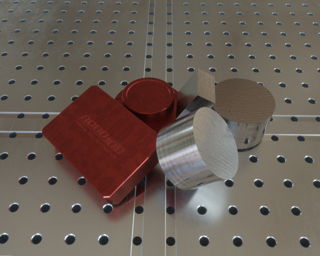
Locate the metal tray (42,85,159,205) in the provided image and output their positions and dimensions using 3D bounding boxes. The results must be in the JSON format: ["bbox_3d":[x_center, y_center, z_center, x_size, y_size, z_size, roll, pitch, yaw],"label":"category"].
[{"bbox_3d":[-0.067,0.015,0.371,0.130,0.030,0.090,38,74,27],"label":"metal tray"}]

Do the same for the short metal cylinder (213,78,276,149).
[{"bbox_3d":[0.102,-0.019,0.404,0.081,0.050,0.080,0,50,0],"label":"short metal cylinder"}]

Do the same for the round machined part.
[{"bbox_3d":[-0.015,-0.031,0.417,0.099,0.042,0.098,0,50,0],"label":"round machined part"}]

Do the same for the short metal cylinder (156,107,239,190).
[{"bbox_3d":[0.042,0.023,0.339,0.050,0.080,0.080,-26,38,37],"label":"short metal cylinder"}]

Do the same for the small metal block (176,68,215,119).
[{"bbox_3d":[0.045,-0.039,0.395,0.025,0.050,0.050,23,47,-18],"label":"small metal block"}]
